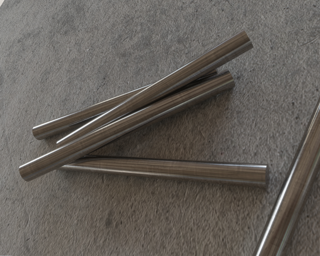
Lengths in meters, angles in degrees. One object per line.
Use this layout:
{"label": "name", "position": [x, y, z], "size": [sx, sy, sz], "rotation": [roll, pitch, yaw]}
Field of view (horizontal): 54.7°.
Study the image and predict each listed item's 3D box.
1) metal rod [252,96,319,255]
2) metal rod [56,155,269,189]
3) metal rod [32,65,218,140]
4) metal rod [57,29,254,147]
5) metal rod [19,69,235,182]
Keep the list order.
{"label": "metal rod", "position": [0.119, 0.080, 0.292], "size": [0.025, 0.025, 0.300], "rotation": [19, 71, 35]}
{"label": "metal rod", "position": [-0.023, 0.049, 0.386], "size": [0.300, 0.025, 0.025], "rotation": [0, 62, 28]}
{"label": "metal rod", "position": [-0.061, -0.035, 0.457], "size": [0.301, 0.025, 0.025], "rotation": [-18, 55, 18]}
{"label": "metal rod", "position": [-0.019, -0.039, 0.417], "size": [0.300, 0.025, 0.025], "rotation": [-28, 52, 18]}
{"label": "metal rod", "position": [-0.046, -0.001, 0.407], "size": [0.301, 0.025, 0.025], "rotation": [-25, 53, 4]}
